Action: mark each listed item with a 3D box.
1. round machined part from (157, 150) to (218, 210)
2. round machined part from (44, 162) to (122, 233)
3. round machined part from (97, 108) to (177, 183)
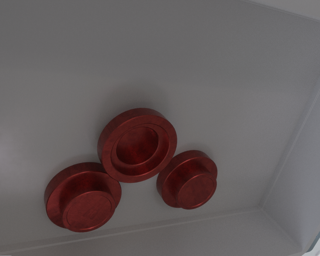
[{"bbox_3d":[0.048,0.086,0.477,0.099,0.042,0.097,-14,124,-21],"label":"round machined part"},{"bbox_3d":[-0.097,0.097,0.405,0.099,0.042,0.097,-14,124,-21],"label":"round machined part"},{"bbox_3d":[-0.031,0.018,0.392,0.099,0.042,0.097,-14,124,-21],"label":"round machined part"}]
